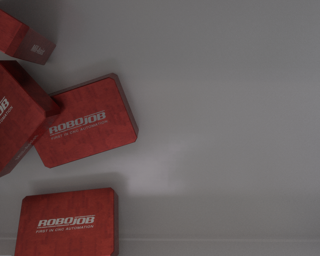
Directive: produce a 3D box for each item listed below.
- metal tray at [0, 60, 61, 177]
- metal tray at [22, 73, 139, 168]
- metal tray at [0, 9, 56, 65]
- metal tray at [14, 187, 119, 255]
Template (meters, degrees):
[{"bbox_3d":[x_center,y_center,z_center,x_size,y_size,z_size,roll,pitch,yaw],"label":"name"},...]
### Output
[{"bbox_3d":[-0.195,-0.008,0.383,0.090,0.030,0.130,47,110,3],"label":"metal tray"},{"bbox_3d":[-0.104,-0.009,0.404,0.131,0.030,0.090,-18,109,6],"label":"metal tray"},{"bbox_3d":[-0.164,-0.104,0.313,0.090,0.130,0.030,31,93,-11],"label":"metal tray"},{"bbox_3d":[-0.124,0.135,0.426,0.131,0.090,0.030,-6,151,2],"label":"metal tray"}]
